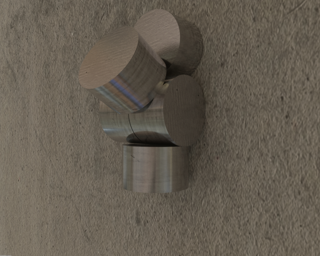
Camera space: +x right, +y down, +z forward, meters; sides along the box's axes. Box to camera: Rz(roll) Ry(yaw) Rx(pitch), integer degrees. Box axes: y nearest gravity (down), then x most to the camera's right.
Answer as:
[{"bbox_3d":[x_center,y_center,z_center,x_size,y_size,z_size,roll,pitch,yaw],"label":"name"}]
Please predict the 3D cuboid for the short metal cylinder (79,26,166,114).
[{"bbox_3d":[-0.040,-0.062,0.335,0.080,0.050,0.080,-21,50,27],"label":"short metal cylinder"}]

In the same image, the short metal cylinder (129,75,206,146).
[{"bbox_3d":[0.010,-0.019,0.360,0.050,0.081,0.079,0,90,40],"label":"short metal cylinder"}]

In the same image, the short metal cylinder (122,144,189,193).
[{"bbox_3d":[-0.006,0.045,0.374,0.080,0.081,0.050,0,90,39],"label":"short metal cylinder"}]

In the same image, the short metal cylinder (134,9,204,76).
[{"bbox_3d":[0.007,-0.099,0.384,0.080,0.050,0.079,0,90,39],"label":"short metal cylinder"}]

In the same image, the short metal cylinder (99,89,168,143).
[{"bbox_3d":[-0.029,-0.020,0.393,0.050,0.081,0.079,1,91,39],"label":"short metal cylinder"}]
